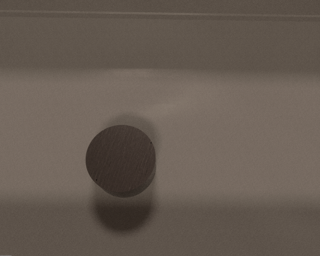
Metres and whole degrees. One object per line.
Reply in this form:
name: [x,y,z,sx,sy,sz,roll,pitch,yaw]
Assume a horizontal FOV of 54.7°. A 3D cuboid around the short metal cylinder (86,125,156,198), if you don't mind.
short metal cylinder: [-0.045,0.042,0.380,0.081,0.050,0.080,0,70,0]
